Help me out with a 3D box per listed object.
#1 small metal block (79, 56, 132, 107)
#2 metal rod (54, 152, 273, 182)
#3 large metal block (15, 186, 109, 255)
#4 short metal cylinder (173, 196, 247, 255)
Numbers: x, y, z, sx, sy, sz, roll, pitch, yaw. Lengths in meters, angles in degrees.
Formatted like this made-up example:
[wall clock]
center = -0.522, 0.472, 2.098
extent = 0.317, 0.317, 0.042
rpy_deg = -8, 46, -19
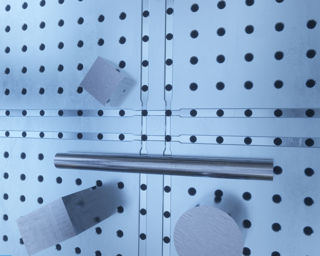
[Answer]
[small metal block]
center = -0.077, -0.065, 0.438
extent = 0.050, 0.025, 0.050
rpy_deg = 40, 102, 15
[metal rod]
center = -0.009, 0.050, 0.414
extent = 0.301, 0.025, 0.025
rpy_deg = 0, 90, 19
[large metal block]
center = -0.132, 0.125, 0.428
extent = 0.080, 0.080, 0.050
rpy_deg = -27, 81, 17
[short metal cylinder]
center = 0.062, 0.129, 0.377
extent = 0.080, 0.050, 0.079
rpy_deg = 0, 90, 19
